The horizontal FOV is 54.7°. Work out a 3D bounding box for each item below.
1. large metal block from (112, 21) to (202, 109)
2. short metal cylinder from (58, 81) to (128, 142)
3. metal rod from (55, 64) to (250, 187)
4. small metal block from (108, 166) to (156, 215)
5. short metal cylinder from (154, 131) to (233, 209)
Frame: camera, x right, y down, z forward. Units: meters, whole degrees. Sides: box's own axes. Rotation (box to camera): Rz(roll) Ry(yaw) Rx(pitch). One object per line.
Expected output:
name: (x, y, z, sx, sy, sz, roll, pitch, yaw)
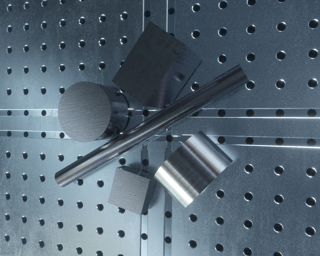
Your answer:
large metal block: (-0.001, -0.072, 0.380, 0.050, 0.080, 0.080, 38, 102, 16)
short metal cylinder: (-0.091, -0.021, 0.427, 0.080, 0.050, 0.079, 0, 90, 20)
metal rod: (-0.023, 0.005, 0.417, 0.300, 0.025, 0.025, -30, 80, 17)
small metal block: (-0.038, 0.084, 0.422, 0.050, 0.025, 0.050, 16, 95, 19)
short metal cylinder: (0.039, 0.049, 0.366, 0.050, 0.080, 0.080, 45, 104, 14)
